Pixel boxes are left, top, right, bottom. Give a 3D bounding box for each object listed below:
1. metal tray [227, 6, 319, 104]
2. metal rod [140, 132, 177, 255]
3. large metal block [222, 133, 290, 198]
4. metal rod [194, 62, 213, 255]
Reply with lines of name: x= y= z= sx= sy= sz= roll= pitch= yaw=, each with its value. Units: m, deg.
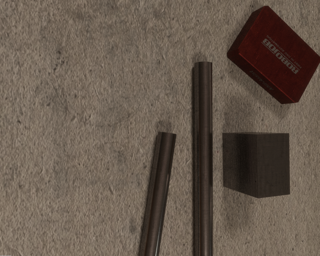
metal tray: x=0.176 y=-0.108 z=0.473 sx=0.130 sy=0.030 sz=0.090 roll=35 pitch=78 yaw=-17
metal rod: x=-0.012 y=0.154 z=0.405 sx=0.025 sy=0.025 sz=0.298 roll=10 pitch=87 yaw=-20
large metal block: x=0.131 y=0.047 z=0.430 sx=0.050 sy=0.080 sz=0.079 roll=-1 pitch=91 yaw=-20
metal rod: x=0.061 y=0.059 z=0.433 sx=0.025 sy=0.025 sz=0.298 roll=0 pitch=90 yaw=-20
